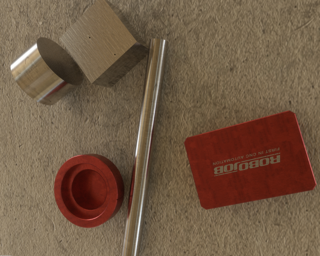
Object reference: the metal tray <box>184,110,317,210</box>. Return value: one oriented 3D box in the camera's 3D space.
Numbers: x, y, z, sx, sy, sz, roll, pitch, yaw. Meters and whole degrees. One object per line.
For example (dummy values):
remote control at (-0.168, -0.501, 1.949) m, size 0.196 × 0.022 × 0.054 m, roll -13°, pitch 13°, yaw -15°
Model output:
metal tray at (0.104, 0.039, 0.370) m, size 0.130 × 0.030 × 0.090 m, roll -16°, pitch 85°, yaw 18°

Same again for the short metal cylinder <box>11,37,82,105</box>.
short metal cylinder at (-0.156, -0.079, 0.433) m, size 0.050 × 0.080 × 0.080 m, roll -34°, pitch 79°, yaw 17°

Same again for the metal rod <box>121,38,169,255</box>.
metal rod at (-0.021, 0.033, 0.415) m, size 0.025 × 0.025 × 0.298 m, roll 9°, pitch 93°, yaw 19°

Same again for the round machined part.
round machined part at (-0.093, 0.084, 0.432) m, size 0.098 × 0.042 × 0.097 m, roll 0°, pitch 90°, yaw 19°

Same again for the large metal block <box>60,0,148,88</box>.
large metal block at (-0.073, -0.113, 0.420) m, size 0.080 × 0.050 × 0.080 m, roll -39°, pitch 78°, yaw 15°
